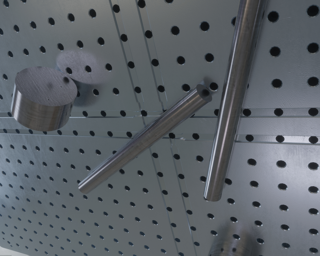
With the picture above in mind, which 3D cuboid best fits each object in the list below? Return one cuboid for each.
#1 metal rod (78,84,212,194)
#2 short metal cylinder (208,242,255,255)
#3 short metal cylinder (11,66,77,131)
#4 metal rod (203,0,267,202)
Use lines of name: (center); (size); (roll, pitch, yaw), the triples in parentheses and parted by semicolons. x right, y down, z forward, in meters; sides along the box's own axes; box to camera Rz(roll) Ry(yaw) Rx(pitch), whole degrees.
metal rod: (-0.040, 0.032, 0.452); (0.025, 0.025, 0.299); (47, 129, -5)
short metal cylinder: (0.108, 0.224, 0.477); (0.080, 0.050, 0.079); (13, 124, 21)
short metal cylinder: (-0.163, -0.041, 0.436); (0.080, 0.080, 0.050); (35, 129, 5)
metal rod: (0.081, -0.031, 0.348); (0.025, 0.025, 0.298); (17, 125, 19)
